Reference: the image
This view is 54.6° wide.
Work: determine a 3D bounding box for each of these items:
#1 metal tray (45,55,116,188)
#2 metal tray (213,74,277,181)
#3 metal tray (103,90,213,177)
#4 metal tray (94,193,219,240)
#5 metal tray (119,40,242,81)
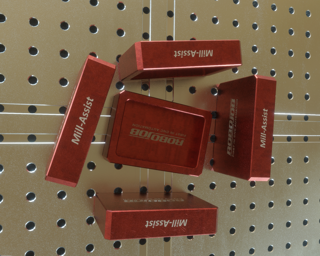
[{"bbox_3d":[-0.091,-0.007,0.344,0.030,0.090,0.130,19,83,-19],"label":"metal tray"},{"bbox_3d":[0.111,0.000,0.418,0.030,0.090,0.129,5,88,-20],"label":"metal tray"},{"bbox_3d":[-0.001,0.009,0.408,0.131,0.030,0.090,12,86,-20],"label":"metal tray"},{"bbox_3d":[-0.008,0.102,0.375,0.131,0.090,0.030,4,89,-20],"label":"metal tray"},{"bbox_3d":[0.023,-0.083,0.385,0.131,0.090,0.030,-7,93,-20],"label":"metal tray"}]
